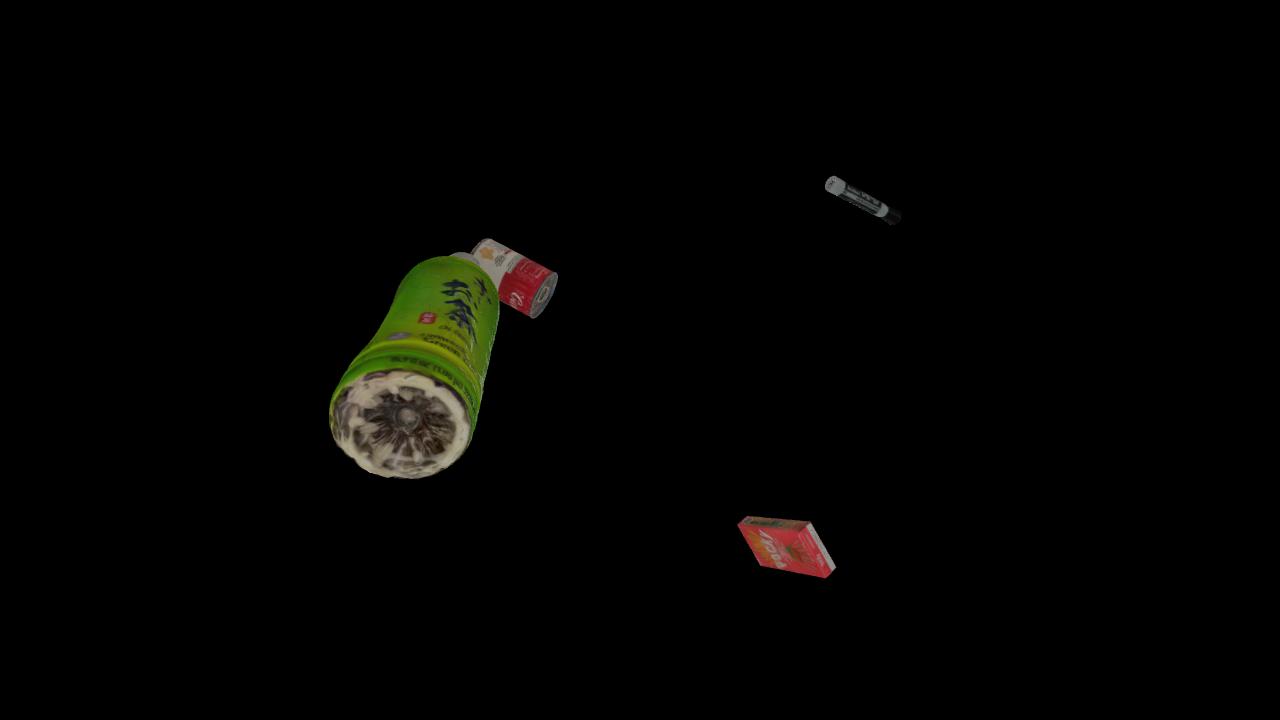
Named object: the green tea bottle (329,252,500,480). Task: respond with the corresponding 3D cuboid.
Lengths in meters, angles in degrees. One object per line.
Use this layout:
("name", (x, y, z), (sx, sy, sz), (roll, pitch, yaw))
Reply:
("green tea bottle", (-0.127, -0.018, 0.385), (0.073, 0.073, 0.212), (0, 31, -9))

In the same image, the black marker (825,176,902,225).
("black marker", (0.275, -0.192, 0.748), (0.121, 0.020, 0.020), (16, -8, -27))

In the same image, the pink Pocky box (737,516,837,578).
("pink Pocky box", (0.223, 0.288, 0.956), (0.029, 0.084, 0.155), (-33, 7, -29))

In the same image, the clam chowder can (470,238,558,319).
("clam chowder can", (-0.167, -0.107, 0.799), (0.102, 0.068, 0.068), (29, 2, 4))
